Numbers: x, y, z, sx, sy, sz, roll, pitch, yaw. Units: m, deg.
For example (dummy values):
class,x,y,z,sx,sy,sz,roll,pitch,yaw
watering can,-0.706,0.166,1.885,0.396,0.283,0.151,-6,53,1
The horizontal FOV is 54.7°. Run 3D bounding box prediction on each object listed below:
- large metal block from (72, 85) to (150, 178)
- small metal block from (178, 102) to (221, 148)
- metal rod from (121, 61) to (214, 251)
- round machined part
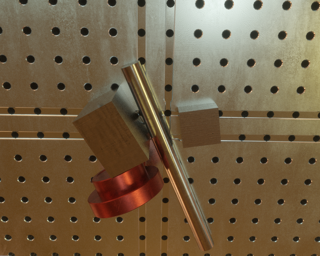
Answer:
class,x,y,z,sx,sy,sz,roll,pitch,yaw
large metal block,-0.055,0.001,0.384,0.050,0.080,0.080,-28,108,9
small metal block,0.052,-0.004,0.413,0.050,0.025,0.050,-7,110,2
metal rod,0.018,0.051,0.432,0.025,0.025,0.299,-20,109,7
round machined part,-0.048,0.071,0.401,0.098,0.098,0.042,-21,99,7
